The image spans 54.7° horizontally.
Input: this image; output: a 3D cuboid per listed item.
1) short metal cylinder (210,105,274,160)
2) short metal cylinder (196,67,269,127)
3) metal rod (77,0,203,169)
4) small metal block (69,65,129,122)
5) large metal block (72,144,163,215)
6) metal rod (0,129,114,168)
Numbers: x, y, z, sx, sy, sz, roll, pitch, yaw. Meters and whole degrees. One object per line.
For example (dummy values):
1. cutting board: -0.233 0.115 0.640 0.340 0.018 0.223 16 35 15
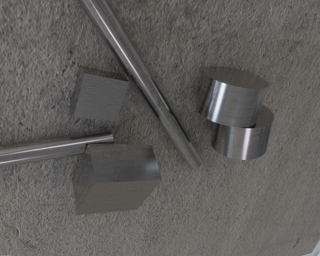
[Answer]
1. short metal cylinder: 0.113 0.000 0.433 0.081 0.080 0.050 -14 125 -21
2. short metal cylinder: 0.090 -0.042 0.395 0.081 0.080 0.050 -4 120 -26
3. metal rod: -0.012 -0.045 0.372 0.025 0.025 0.300 -37 129 -4
4. small metal block: -0.069 -0.037 0.346 0.050 0.025 0.050 7 115 -32
5. large metal block: -0.056 0.063 0.382 0.081 0.050 0.080 3 141 -30
6. metal rod: -0.197 0.035 0.320 0.303 0.025 0.025 -9 122 -24
